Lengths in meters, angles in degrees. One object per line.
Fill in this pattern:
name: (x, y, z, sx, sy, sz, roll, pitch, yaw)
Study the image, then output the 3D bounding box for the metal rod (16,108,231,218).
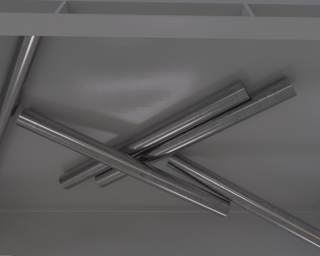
metal rod: (-0.041, 0.050, 0.415, 0.301, 0.025, 0.025, 26, 126, -9)

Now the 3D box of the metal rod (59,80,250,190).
metal rod: (-0.022, 0.018, 0.424, 0.300, 0.025, 0.025, -28, 125, 21)

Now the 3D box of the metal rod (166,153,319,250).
metal rod: (0.147, 0.114, 0.430, 0.301, 0.025, 0.025, 28, 128, 7)

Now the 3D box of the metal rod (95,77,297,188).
metal rod: (0.033, 0.015, 0.421, 0.300, 0.025, 0.025, -28, 125, 21)

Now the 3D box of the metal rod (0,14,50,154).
metal rod: (-0.202, -0.011, 0.397, 0.025, 0.025, 0.298, 25, 126, -20)
